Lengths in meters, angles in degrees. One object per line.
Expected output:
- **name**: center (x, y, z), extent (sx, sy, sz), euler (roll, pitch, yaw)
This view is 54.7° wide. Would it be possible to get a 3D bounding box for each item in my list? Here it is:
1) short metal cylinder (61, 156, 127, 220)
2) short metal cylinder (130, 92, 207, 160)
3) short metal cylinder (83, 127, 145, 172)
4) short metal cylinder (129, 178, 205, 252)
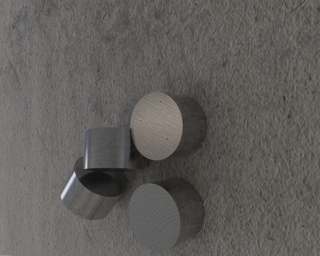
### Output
- **short metal cylinder**: center (-0.095, 0.084, 0.448), extent (0.080, 0.081, 0.050), euler (49, 119, 29)
- **short metal cylinder**: center (0.010, -0.002, 0.381), extent (0.080, 0.050, 0.080), euler (0, 90, 40)
- **short metal cylinder**: center (-0.061, 0.032, 0.415), extent (0.080, 0.080, 0.050), euler (-10, 75, 39)
- **short metal cylinder**: center (0.008, 0.105, 0.383), extent (0.080, 0.050, 0.080), euler (0, 90, 40)
